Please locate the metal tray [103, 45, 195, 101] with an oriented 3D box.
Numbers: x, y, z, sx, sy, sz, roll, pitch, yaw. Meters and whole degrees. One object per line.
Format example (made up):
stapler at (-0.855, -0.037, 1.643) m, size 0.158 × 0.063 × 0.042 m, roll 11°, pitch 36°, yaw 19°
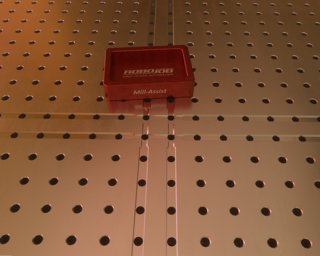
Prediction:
metal tray at (-0.018, -0.087, 0.477) m, size 0.131 × 0.030 × 0.090 m, roll -3°, pitch 50°, yaw -3°
